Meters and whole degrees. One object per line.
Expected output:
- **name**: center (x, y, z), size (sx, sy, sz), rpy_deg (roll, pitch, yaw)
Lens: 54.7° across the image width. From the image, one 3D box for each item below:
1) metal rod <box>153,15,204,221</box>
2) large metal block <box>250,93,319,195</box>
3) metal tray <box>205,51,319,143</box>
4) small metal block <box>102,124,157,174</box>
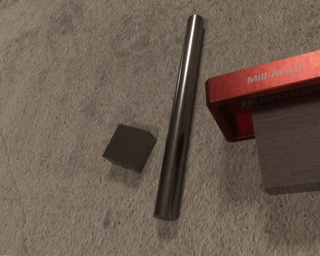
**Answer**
- **metal rod**: center (0.030, -0.033, 0.406), size (0.025, 0.025, 0.299), rpy_deg (-3, 60, 26)
- **large metal block**: center (0.138, 0.017, 0.297), size (0.080, 0.050, 0.080), rpy_deg (-11, 66, 21)
- **metal tray**: center (0.121, -0.028, 0.314), size (0.130, 0.090, 0.030), rpy_deg (-12, 57, 21)
- **small metal block**: center (-0.040, 0.026, 0.407), size (0.050, 0.025, 0.050), rpy_deg (14, 68, 33)
